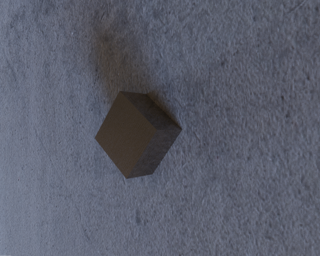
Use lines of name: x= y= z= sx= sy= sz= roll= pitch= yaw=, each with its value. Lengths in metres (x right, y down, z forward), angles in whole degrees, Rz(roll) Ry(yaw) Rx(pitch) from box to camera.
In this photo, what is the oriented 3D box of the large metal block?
large metal block: x=-0.031 y=0.008 z=0.412 sx=0.080 sy=0.050 sz=0.080 roll=46 pitch=117 yaw=30
